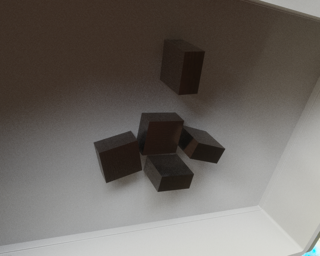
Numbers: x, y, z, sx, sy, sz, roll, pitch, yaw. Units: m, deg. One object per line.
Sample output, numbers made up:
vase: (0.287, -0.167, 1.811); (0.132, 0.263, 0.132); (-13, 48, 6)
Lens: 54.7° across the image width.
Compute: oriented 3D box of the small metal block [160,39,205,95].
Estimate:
small metal block: (0.024, -0.072, 0.361); (0.025, 0.050, 0.050); (-7, 122, -25)

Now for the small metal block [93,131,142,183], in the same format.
small metal block: (-0.054, 0.037, 0.402); (0.050, 0.025, 0.050); (-18, 126, -18)

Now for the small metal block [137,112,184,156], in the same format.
small metal block: (-0.001, 0.007, 0.412); (0.050, 0.025, 0.050); (-2, 119, -28)

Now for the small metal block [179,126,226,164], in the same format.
small metal block: (0.054, 0.023, 0.436); (0.050, 0.050, 0.025); (14, 111, -34)

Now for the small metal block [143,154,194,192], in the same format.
small metal block: (0.011, 0.062, 0.437); (0.050, 0.050, 0.025); (0, 118, -29)
